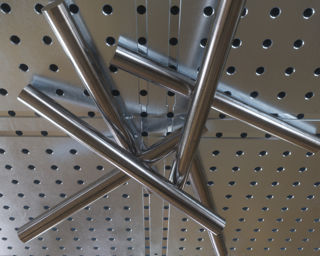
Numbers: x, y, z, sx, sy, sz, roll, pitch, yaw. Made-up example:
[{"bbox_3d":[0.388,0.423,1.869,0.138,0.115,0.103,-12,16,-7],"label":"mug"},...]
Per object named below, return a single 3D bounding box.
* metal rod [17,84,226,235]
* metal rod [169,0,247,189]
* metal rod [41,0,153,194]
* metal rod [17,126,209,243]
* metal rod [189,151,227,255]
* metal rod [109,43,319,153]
[{"bbox_3d":[-0.042,0.044,0.393,0.301,0.025,0.025,36,123,-7],"label":"metal rod"},{"bbox_3d":[0.047,-0.031,0.351,0.025,0.025,0.298,8,124,-7],"label":"metal rod"},{"bbox_3d":[-0.059,-0.014,0.399,0.025,0.025,0.299,-14,129,12],"label":"metal rod"},{"bbox_3d":[-0.068,0.074,0.426,0.300,0.025,0.025,-32,124,7],"label":"metal rod"},{"bbox_3d":[0.082,0.142,0.532,0.025,0.025,0.299,-13,129,10],"label":"metal rod"},{"bbox_3d":[0.083,-0.029,0.387,0.302,0.025,0.025,21,127,-18],"label":"metal rod"}]
